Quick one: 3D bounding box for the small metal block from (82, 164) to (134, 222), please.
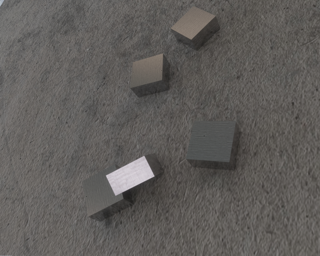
[{"bbox_3d":[-0.066,0.081,0.389,0.050,0.025,0.050,-29,52,10],"label":"small metal block"}]

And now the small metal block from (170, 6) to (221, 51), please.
[{"bbox_3d":[0.053,-0.151,0.468,0.050,0.025,0.050,-45,51,-3],"label":"small metal block"}]

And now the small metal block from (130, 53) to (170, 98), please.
[{"bbox_3d":[-0.014,-0.077,0.459,0.050,0.025,0.050,-11,57,22],"label":"small metal block"}]

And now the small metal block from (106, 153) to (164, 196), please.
[{"bbox_3d":[-0.028,0.053,0.366,0.050,0.050,0.025,-28,83,10],"label":"small metal block"}]

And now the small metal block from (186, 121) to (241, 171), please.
[{"bbox_3d":[0.063,0.020,0.359,0.050,0.025,0.050,1,62,28],"label":"small metal block"}]
